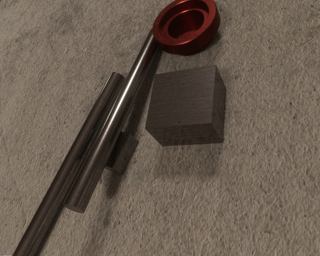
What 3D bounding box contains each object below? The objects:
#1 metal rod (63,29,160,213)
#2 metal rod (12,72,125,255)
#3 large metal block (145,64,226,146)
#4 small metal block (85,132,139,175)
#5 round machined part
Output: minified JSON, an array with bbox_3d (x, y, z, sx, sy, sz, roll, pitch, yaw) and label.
[{"bbox_3d":[-0.050,-0.031,0.421,0.025,0.025,0.300,2,54,29],"label":"metal rod"},{"bbox_3d":[-0.123,0.049,0.436,0.025,0.025,0.300,11,67,32],"label":"metal rod"},{"bbox_3d":[0.035,-0.026,0.385,0.080,0.050,0.080,-5,60,25],"label":"large metal block"},{"bbox_3d":[-0.064,0.030,0.418,0.050,0.025,0.050,13,68,33],"label":"small metal block"},{"bbox_3d":[0.042,-0.147,0.460,0.098,0.042,0.098,-13,56,20],"label":"round machined part"}]
